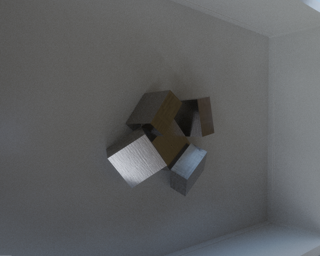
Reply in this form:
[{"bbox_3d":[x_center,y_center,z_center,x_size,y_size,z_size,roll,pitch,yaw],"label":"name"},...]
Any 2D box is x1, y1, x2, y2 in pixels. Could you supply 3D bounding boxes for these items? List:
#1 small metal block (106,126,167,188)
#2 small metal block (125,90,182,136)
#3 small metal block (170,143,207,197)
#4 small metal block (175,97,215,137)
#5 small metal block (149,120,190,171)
[{"bbox_3d":[-0.028,0.035,0.368,0.050,0.025,0.050,-33,115,0],"label":"small metal block"},{"bbox_3d":[-0.008,-0.018,0.383,0.025,0.050,0.050,44,63,-31],"label":"small metal block"},{"bbox_3d":[0.039,0.057,0.422,0.050,0.025,0.050,-49,156,-29],"label":"small metal block"},{"bbox_3d":[0.044,-0.015,0.427,0.025,0.050,0.050,-15,100,-40],"label":"small metal block"},{"bbox_3d":[0.007,0.021,0.412,0.050,0.025,0.050,-50,120,-29],"label":"small metal block"}]
